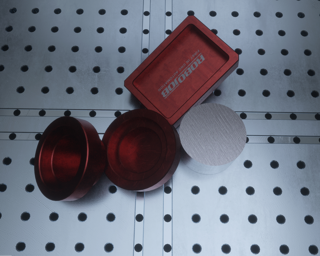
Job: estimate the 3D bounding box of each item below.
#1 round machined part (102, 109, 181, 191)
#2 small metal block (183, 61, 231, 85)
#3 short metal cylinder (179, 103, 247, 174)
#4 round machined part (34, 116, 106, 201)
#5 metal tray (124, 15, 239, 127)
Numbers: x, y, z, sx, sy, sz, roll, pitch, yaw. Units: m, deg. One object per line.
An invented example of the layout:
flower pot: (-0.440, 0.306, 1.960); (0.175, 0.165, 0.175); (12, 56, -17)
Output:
round machined part: (-0.020, 0.029, 0.381); (0.098, 0.042, 0.098); (-6, 74, 20)
small metal block: (0.064, -0.086, 0.444); (0.050, 0.025, 0.050); (39, 74, 12)
short metal cylinder: (0.063, 0.015, 0.394); (0.081, 0.050, 0.080); (0, 70, 0)
round machined part: (-0.103, 0.037, 0.371); (0.098, 0.042, 0.098); (-9, 74, 35)
metal tray: (0.028, -0.072, 0.413); (0.130, 0.030, 0.090); (-45, 78, 4)
